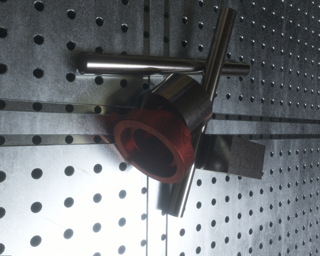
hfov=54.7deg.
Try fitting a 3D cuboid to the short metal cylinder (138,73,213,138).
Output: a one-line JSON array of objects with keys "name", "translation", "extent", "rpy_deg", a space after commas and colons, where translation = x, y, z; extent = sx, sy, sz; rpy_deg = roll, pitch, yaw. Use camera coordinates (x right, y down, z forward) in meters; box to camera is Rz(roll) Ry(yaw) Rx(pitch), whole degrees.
[{"name": "short metal cylinder", "translation": [0.018, -0.022, 0.391], "extent": [0.050, 0.080, 0.080], "rpy_deg": [-41, 115, -33]}]

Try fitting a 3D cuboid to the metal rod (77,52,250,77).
[{"name": "metal rod", "translation": [0.030, -0.086, 0.435], "extent": [0.302, 0.025, 0.025], "rpy_deg": [-7, 95, -40]}]

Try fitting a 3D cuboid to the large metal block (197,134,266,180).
[{"name": "large metal block", "translation": [0.095, 0.042, 0.456], "extent": [0.081, 0.080, 0.050], "rpy_deg": [16, 80, -39]}]

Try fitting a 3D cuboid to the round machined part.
[{"name": "round machined part", "translation": [-0.002, 0.016, 0.362], "extent": [0.042, 0.098, 0.098], "rpy_deg": [-50, 120, -35]}]

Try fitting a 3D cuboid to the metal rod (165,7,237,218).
[{"name": "metal rod", "translation": [0.059, -0.024, 0.437], "extent": [0.025, 0.025, 0.298], "rpy_deg": [18, 86, -39]}]
